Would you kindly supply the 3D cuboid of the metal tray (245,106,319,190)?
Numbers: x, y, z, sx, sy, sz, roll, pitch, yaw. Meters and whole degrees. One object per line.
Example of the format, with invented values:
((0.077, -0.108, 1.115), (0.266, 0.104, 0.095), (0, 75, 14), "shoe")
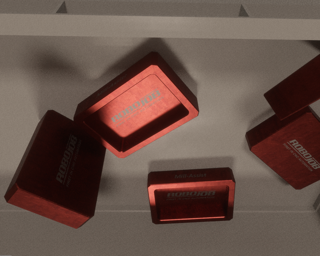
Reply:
((0.195, 0.028, 0.433), (0.130, 0.030, 0.090), (37, 121, -28), "metal tray")

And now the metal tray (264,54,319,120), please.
((0.172, -0.058, 0.289), (0.131, 0.030, 0.090), (-25, 169, -28), "metal tray")

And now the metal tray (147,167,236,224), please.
((0.049, 0.109, 0.492), (0.131, 0.030, 0.089), (-4, 123, 2), "metal tray")

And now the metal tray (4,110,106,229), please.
((-0.117, 0.045, 0.377), (0.090, 0.130, 0.030), (32, 123, -24), "metal tray")

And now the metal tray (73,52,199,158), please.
((-0.029, -0.023, 0.385), (0.130, 0.030, 0.090), (-31, 124, 23), "metal tray")
